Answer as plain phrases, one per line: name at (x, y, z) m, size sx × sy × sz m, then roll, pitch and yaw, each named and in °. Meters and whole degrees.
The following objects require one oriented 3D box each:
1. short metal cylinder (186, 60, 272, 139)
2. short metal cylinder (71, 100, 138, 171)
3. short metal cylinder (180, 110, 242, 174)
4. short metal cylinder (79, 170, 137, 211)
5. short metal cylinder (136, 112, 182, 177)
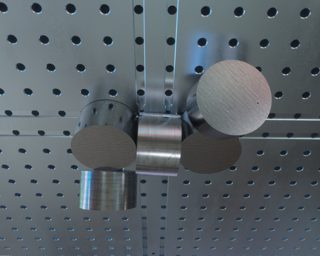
short metal cylinder at (0.074, -0.029, 0.343) m, size 0.081 × 0.080 × 0.050 m, roll 7°, pitch 171°, yaw -6°
short metal cylinder at (-0.070, 0.011, 0.402) m, size 0.081 × 0.050 × 0.079 m, roll 0°, pitch 130°, yaw 0°
short metal cylinder at (0.062, 0.015, 0.408) m, size 0.081 × 0.050 × 0.079 m, roll 0°, pitch 130°, yaw 0°
short metal cylinder at (-0.073, 0.085, 0.440) m, size 0.081 × 0.050 × 0.080 m, roll 1°, pitch 174°, yaw 0°
short metal cylinder at (-0.003, 0.021, 0.393) m, size 0.050 × 0.080 × 0.079 m, roll 4°, pitch 130°, yaw -4°
